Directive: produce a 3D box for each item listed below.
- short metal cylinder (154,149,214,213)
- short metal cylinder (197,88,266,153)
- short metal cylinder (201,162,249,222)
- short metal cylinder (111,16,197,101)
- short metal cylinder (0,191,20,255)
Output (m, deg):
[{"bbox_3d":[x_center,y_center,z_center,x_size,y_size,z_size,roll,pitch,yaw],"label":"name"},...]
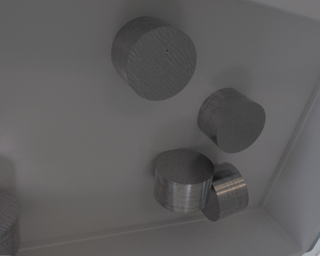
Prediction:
[{"bbox_3d":[0.032,0.072,0.435,0.081,0.080,0.050,-10,123,-23],"label":"short metal cylinder"},{"bbox_3d":[0.101,-0.011,0.441,0.081,0.050,0.079,-14,124,-21],"label":"short metal cylinder"},{"bbox_3d":[0.092,0.099,0.484,0.050,0.080,0.079,-15,125,-20],"label":"short metal cylinder"},{"bbox_3d":[-0.007,-0.077,0.341,0.081,0.050,0.079,-14,124,-21],"label":"short metal cylinder"},{"bbox_3d":[-0.196,0.112,0.335,0.081,0.080,0.050,-4,120,-26],"label":"short metal cylinder"}]
